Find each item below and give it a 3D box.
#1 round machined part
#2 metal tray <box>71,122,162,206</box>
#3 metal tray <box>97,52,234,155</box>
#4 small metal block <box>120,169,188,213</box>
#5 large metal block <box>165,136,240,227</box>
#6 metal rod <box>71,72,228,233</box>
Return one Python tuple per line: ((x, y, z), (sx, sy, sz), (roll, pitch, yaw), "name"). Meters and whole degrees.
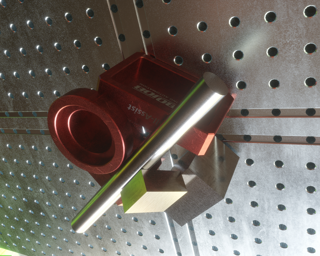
((-0.072, 0.000, 0.347), (0.098, 0.042, 0.097), (13, 124, 20), "round machined part")
((-0.064, 0.027, 0.417), (0.030, 0.090, 0.130), (-33, 101, 38), "metal tray")
((0.008, -0.033, 0.343), (0.130, 0.090, 0.030), (28, 129, 10), "metal tray")
((-0.008, 0.069, 0.335), (0.050, 0.050, 0.025), (-50, 45, 39), "small metal block")
((0.045, 0.063, 0.386), (0.050, 0.080, 0.080), (41, 129, -1), "large metal block")
((-0.034, 0.050, 0.341), (0.025, 0.025, 0.298), (42, 129, -1), "metal rod")
